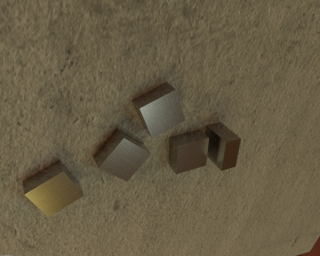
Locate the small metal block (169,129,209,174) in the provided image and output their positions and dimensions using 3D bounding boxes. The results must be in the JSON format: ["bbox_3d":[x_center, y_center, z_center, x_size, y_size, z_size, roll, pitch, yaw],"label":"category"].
[{"bbox_3d":[0.041,0.035,0.453,0.050,0.025,0.050,-13,124,-22],"label":"small metal block"}]

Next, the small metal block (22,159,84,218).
[{"bbox_3d":[-0.131,0.075,0.383,0.050,0.025,0.050,-31,129,-8],"label":"small metal block"}]

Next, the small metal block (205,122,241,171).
[{"bbox_3d":[0.090,0.026,0.459,0.025,0.050,0.050,-13,124,-22],"label":"small metal block"}]

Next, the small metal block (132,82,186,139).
[{"bbox_3d":[-0.001,-0.022,0.394,0.050,0.025,0.050,-29,129,-10],"label":"small metal block"}]

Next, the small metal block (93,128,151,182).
[{"bbox_3d":[-0.049,0.036,0.404,0.050,0.025,0.050,-50,129,7],"label":"small metal block"}]
